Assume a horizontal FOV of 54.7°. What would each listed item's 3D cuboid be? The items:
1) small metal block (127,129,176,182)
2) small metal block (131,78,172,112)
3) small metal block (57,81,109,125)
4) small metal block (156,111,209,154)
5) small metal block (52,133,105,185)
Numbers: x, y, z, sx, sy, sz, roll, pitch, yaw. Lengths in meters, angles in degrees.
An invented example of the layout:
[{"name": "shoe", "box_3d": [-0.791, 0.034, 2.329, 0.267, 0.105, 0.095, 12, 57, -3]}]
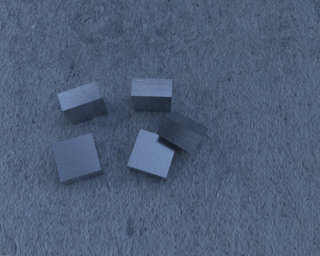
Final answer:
[{"name": "small metal block", "box_3d": [-0.009, 0.035, 0.395, 0.050, 0.025, 0.050, 17, 71, 6]}, {"name": "small metal block", "box_3d": [-0.010, -0.042, 0.410, 0.050, 0.050, 0.025, 2, 70, 0]}, {"name": "small metal block", "box_3d": [-0.099, -0.031, 0.405, 0.050, 0.050, 0.025, -20, 72, -7]}, {"name": "small metal block", "box_3d": [0.030, 0.004, 0.391, 0.050, 0.050, 0.025, 29, 107, 10]}, {"name": "small metal block", "box_3d": [-0.103, 0.040, 0.393, 0.050, 0.025, 0.050, -16, 71, -6]}]
